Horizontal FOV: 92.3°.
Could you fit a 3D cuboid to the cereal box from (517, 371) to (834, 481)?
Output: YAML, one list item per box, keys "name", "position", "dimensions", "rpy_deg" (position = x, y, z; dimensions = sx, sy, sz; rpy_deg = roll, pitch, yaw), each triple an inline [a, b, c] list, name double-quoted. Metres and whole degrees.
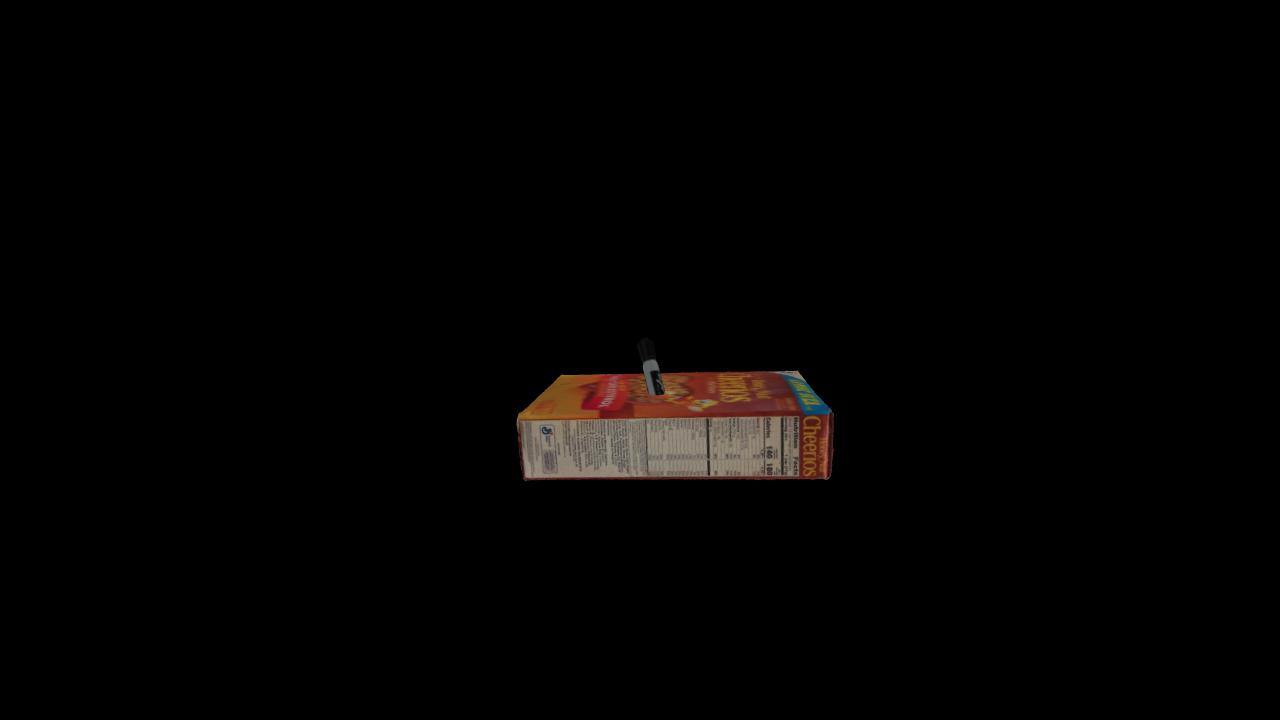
- name: "cereal box"
  position: [0.041, 0.065, 0.685]
  dimensions: [0.306, 0.081, 0.203]
  rpy_deg: [-2, 10, 6]

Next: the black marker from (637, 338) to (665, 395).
- name: "black marker"
  position: [0.017, 0.031, 0.646]
  dimensions: [0.020, 0.121, 0.020]
  rpy_deg: [-11, -23, -5]
